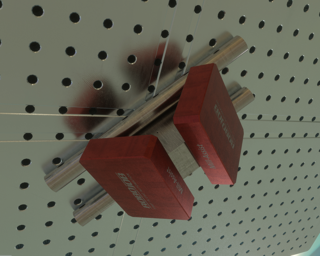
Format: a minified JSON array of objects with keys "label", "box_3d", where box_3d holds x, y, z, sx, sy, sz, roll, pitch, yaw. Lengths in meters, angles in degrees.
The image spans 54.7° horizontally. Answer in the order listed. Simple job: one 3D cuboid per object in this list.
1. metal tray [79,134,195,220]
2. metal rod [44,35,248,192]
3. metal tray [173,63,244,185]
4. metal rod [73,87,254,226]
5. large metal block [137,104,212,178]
[{"label":"metal tray","box_3d":[-0.023,0.063,0.369,0.090,0.030,0.130,-5,135,27]},{"label":"metal rod","box_3d":[-0.014,-0.020,0.393,0.301,0.025,0.025,-37,130,-4]},{"label":"metal tray","box_3d":[0.065,-0.001,0.377,0.130,0.030,0.090,56,42,-39]},{"label":"metal rod","box_3d":[0.008,0.038,0.441,0.301,0.025,0.025,-36,130,-5]},{"label":"large metal block","box_3d":[0.016,0.017,0.396,0.080,0.080,0.050,-36,130,-5]}]
